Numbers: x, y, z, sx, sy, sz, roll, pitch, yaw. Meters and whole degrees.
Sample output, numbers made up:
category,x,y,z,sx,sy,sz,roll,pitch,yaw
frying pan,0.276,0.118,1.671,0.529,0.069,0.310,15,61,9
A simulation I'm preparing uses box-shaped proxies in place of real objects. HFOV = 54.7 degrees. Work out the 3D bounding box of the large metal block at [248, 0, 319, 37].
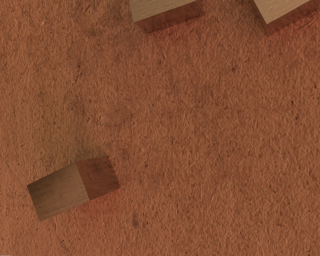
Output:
category,x,y,z,sx,sy,sz,roll,pitch,yaw
large metal block,0.140,-0.163,0.346,0.080,0.050,0.080,-27,81,18

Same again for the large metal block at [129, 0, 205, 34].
category,x,y,z,sx,sy,sz,roll,pitch,yaw
large metal block,0.005,-0.177,0.394,0.080,0.050,0.080,-12,86,19

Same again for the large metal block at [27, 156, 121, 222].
category,x,y,z,sx,sy,sz,roll,pitch,yaw
large metal block,-0.113,0.080,0.420,0.080,0.080,0.050,-26,82,18
